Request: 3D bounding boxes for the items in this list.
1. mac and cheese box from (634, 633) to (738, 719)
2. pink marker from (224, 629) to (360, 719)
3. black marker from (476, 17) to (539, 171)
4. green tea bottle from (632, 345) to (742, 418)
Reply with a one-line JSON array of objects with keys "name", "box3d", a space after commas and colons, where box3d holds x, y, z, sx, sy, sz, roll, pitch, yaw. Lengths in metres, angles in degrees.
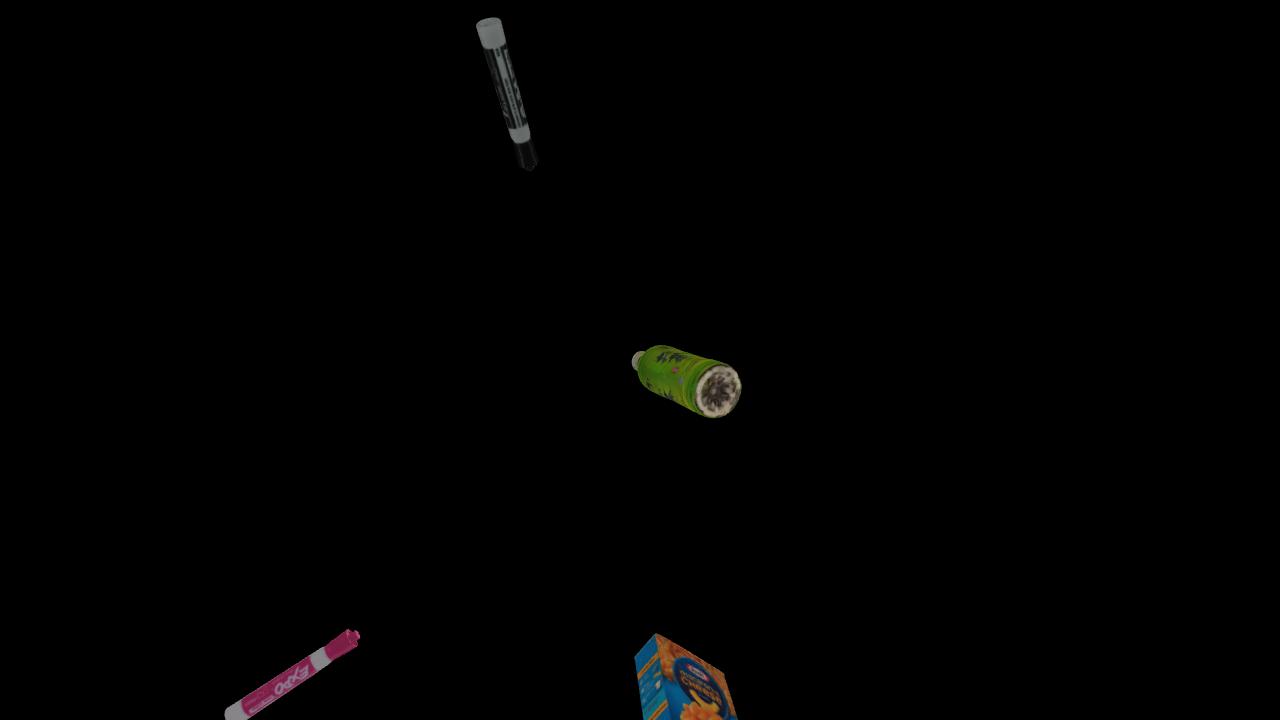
[{"name": "mac and cheese box", "box3d": [0.049, 0.326, 0.520, 0.093, 0.041, 0.184, 35, 10, -15]}, {"name": "pink marker", "box3d": [-0.315, 0.288, 0.563, 0.121, 0.020, 0.020, -32, 8, -14]}, {"name": "black marker", "box3d": [-0.103, -0.207, 0.494, 0.020, 0.020, 0.121, 0, -40, 9]}, {"name": "green tea bottle", "box3d": [0.048, 0.020, 0.817, 0.073, 0.073, 0.212, 0, 8, -26]}]
